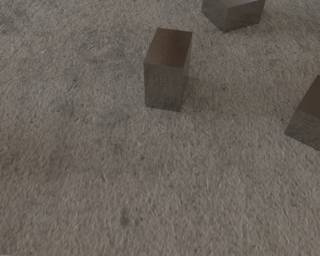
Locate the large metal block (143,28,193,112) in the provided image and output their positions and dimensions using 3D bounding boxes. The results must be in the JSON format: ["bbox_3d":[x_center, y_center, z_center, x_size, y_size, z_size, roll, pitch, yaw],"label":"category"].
[{"bbox_3d":[0.012,-0.081,0.436,0.050,0.080,0.080,10,51,7],"label":"large metal block"}]

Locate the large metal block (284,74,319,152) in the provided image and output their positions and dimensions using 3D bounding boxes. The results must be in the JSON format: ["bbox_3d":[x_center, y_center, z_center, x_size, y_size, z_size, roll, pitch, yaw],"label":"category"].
[{"bbox_3d":[0.222,-0.014,0.402,0.080,0.050,0.080,30,56,22],"label":"large metal block"}]

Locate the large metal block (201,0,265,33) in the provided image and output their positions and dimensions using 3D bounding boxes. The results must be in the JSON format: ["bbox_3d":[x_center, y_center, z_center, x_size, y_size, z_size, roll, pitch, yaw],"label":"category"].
[{"bbox_3d":[0.136,-0.230,0.582,0.081,0.050,0.080,-20,53,-16],"label":"large metal block"}]
